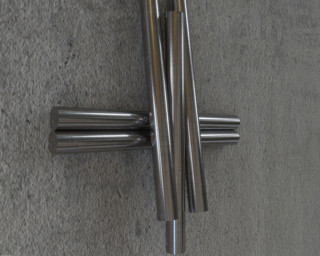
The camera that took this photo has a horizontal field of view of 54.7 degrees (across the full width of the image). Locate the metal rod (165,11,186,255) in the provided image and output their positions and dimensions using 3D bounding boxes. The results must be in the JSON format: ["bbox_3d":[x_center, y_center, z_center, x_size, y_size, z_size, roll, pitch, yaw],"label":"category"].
[{"bbox_3d":[0.019,0.006,0.391,0.025,0.025,0.298,0,90,-40],"label":"metal rod"}]

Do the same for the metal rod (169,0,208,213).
[{"bbox_3d":[0.036,-0.042,0.411,0.025,0.025,0.298,0,82,-40],"label":"metal rod"}]

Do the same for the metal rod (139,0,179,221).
[{"bbox_3d":[-0.003,-0.041,0.378,0.025,0.025,0.298,0,82,-40],"label":"metal rod"}]

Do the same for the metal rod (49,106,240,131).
[{"bbox_3d":[0.007,-0.010,0.415,0.302,0.025,0.025,0,90,-40],"label":"metal rod"}]

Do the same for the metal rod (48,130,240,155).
[{"bbox_3d":[0.006,0.015,0.414,0.302,0.025,0.025,0,90,-40],"label":"metal rod"}]
